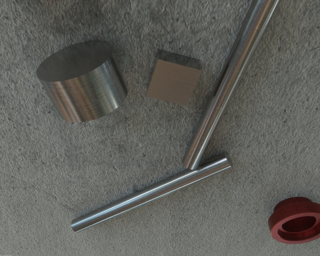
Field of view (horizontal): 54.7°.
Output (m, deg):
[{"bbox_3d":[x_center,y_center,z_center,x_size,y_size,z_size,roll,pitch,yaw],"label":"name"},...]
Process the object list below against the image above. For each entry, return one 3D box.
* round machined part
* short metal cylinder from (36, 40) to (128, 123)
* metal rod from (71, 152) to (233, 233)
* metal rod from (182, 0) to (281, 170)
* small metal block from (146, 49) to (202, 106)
[{"bbox_3d":[0.236,0.155,0.532,0.099,0.042,0.097,-1,130,0],"label":"round machined part"},{"bbox_3d":[-0.080,-0.051,0.327,0.080,0.080,0.050,-10,130,8],"label":"short metal cylinder"},{"bbox_3d":[-0.025,0.110,0.500,0.300,0.025,0.025,-27,125,21],"label":"metal rod"},{"bbox_3d":[0.082,-0.059,0.358,0.025,0.025,0.298,11,129,-10],"label":"metal rod"},{"bbox_3d":[0.015,-0.058,0.358,0.050,0.025,0.050,12,129,-11],"label":"small metal block"}]
